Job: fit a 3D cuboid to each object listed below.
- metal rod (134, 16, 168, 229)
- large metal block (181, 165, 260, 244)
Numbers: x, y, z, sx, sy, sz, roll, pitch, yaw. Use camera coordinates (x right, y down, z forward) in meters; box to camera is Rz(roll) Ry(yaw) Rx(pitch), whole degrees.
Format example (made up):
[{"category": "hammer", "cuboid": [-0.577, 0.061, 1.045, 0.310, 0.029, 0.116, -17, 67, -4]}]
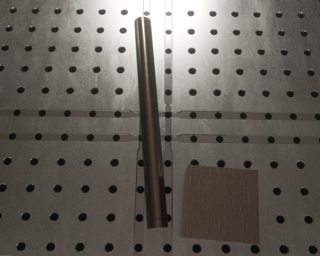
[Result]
[{"category": "metal rod", "cuboid": [-0.014, -0.021, 0.419, 0.025, 0.025, 0.299, -4, 70, -2]}, {"category": "large metal block", "cuboid": [0.069, 0.091, 0.366, 0.081, 0.050, 0.080, 5, 70, 1]}]
